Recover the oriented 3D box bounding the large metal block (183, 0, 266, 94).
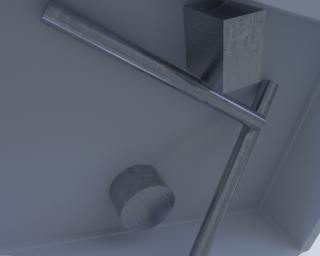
[{"bbox_3d":[0.070,-0.096,0.353,0.050,0.080,0.079,-20,126,-17],"label":"large metal block"}]

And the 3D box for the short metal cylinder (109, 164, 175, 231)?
[{"bbox_3d":[-0.026,0.099,0.441,0.081,0.050,0.079,-14,125,-21],"label":"short metal cylinder"}]

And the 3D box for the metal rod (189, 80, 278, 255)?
[{"bbox_3d":[0.103,0.069,0.445,0.025,0.025,0.299,29,82,-38],"label":"metal rod"}]

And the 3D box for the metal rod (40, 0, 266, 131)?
[{"bbox_3d":[0.016,-0.058,0.358,0.302,0.025,0.025,23,106,-29],"label":"metal rod"}]
